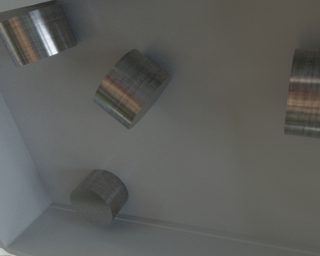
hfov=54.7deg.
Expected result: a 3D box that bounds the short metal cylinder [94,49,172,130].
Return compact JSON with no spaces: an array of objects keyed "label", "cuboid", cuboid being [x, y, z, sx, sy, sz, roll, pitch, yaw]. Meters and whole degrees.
[{"label":"short metal cylinder","cuboid":[-0.031,-0.044,0.361,0.050,0.080,0.080,39,129,2]}]

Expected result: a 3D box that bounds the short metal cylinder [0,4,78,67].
[{"label":"short metal cylinder","cuboid":[-0.149,-0.113,0.380,0.080,0.080,0.050,-6,116,30]}]

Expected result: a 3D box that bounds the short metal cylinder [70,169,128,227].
[{"label":"short metal cylinder","cuboid":[-0.100,0.116,0.515,0.080,0.050,0.079,13,124,20]}]

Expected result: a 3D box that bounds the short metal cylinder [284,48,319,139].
[{"label":"short metal cylinder","cuboid":[0.144,-0.030,0.278,0.050,0.080,0.079,8,122,24]}]
